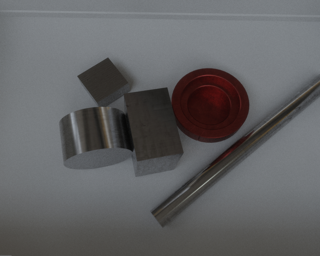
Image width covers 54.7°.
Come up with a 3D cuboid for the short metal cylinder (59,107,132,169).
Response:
[{"bbox_3d":[-0.077,0.014,0.374,0.081,0.080,0.050,-11,71,-5],"label":"short metal cylinder"}]

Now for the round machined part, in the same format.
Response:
[{"bbox_3d":[0.064,-0.026,0.411,0.099,0.042,0.098,0,70,-1],"label":"round machined part"}]

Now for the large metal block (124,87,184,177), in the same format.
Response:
[{"bbox_3d":[-0.011,0.008,0.375,0.050,0.080,0.080,-10,70,-9],"label":"large metal block"}]

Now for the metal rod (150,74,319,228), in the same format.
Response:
[{"bbox_3d":[0.113,0.022,0.403,0.301,0.025,0.025,-37,74,-13],"label":"metal rod"}]

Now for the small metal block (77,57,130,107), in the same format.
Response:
[{"bbox_3d":[-0.078,-0.062,0.431,0.050,0.025,0.050,-35,74,-12],"label":"small metal block"}]
